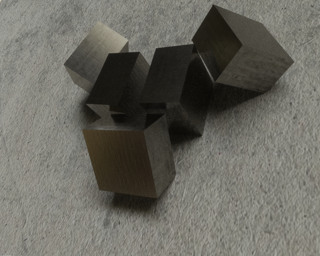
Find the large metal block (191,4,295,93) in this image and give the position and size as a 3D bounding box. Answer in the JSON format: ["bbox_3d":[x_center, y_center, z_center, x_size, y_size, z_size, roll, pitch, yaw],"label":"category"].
[{"bbox_3d":[0.096,-0.092,0.368,0.050,0.081,0.080,-56,40,38],"label":"large metal block"}]

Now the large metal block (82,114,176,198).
[{"bbox_3d":[-0.034,0.029,0.360,0.080,0.079,0.050,1,23,28],"label":"large metal block"}]

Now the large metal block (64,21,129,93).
[{"bbox_3d":[-0.091,-0.097,0.464,0.050,0.080,0.080,34,78,1],"label":"large metal block"}]

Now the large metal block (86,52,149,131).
[{"bbox_3d":[-0.042,-0.044,0.418,0.050,0.080,0.080,5,64,30],"label":"large metal block"}]

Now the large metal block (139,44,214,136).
[{"bbox_3d":[0.024,-0.044,0.383,0.050,0.080,0.080,1,62,28],"label":"large metal block"}]
